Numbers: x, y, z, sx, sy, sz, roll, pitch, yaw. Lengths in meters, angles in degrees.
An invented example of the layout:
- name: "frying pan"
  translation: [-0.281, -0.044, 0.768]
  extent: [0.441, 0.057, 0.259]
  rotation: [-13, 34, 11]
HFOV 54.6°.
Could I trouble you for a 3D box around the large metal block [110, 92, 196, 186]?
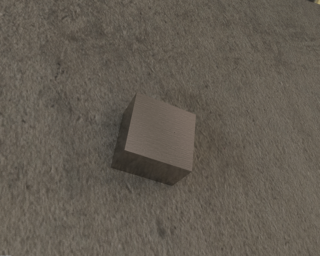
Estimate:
- name: "large metal block"
  translation: [-0.006, 0.015, 0.375]
  extent: [0.080, 0.050, 0.080]
  rotation: [20, 54, -17]
